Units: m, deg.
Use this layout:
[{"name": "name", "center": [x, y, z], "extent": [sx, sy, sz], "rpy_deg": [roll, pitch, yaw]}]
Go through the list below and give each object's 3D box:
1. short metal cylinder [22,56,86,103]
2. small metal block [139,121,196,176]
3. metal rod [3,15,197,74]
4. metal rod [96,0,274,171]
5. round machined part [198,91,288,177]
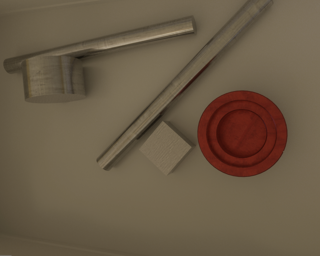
[{"name": "short metal cylinder", "center": [-0.147, -0.065, 0.432], "extent": [0.080, 0.080, 0.050], "rpy_deg": [-7, 88, 19]}, {"name": "small metal block", "center": [0.010, 0.026, 0.406], "extent": [0.050, 0.025, 0.050], "rpy_deg": [43, 103, 14]}, {"name": "metal rod", "center": [-0.098, -0.114, 0.443], "extent": [0.301, 0.025, 0.025], "rpy_deg": [-7, 88, 19]}, {"name": "metal rod", "center": [0.023, -0.052, 0.401], "extent": [0.299, 0.025, 0.025], "rpy_deg": [-45, 76, 14]}, {"name": "round machined part", "center": [0.097, 0.006, 0.367], "extent": [0.098, 0.042, 0.097], "rpy_deg": [0, 90, 19]}]
